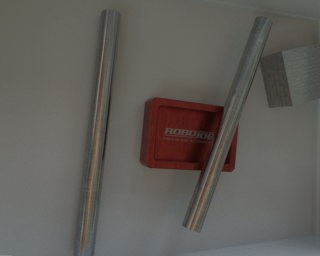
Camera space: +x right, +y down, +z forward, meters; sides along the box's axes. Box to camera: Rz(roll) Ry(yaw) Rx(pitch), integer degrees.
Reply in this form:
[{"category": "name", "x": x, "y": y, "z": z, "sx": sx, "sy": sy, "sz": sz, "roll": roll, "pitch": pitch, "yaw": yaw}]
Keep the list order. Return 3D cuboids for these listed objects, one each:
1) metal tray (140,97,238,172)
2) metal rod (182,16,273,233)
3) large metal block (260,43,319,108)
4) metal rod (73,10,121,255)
[{"category": "metal tray", "x": 0.042, "y": 0.011, "z": 0.424, "sx": 0.131, "sy": 0.030, "sz": 0.089, "roll": 6, "pitch": 88, "yaw": -20}, {"category": "metal rod", "x": 0.092, "y": -0.011, "z": 0.413, "sx": 0.025, "sy": 0.025, "sz": 0.299, "roll": 24, "pitch": 82, "yaw": -19}, {"category": "large metal block", "x": 0.209, "y": -0.080, "z": 0.476, "sx": 0.081, "sy": 0.050, "sz": 0.080, "roll": -15, "pitch": 95, "yaw": -20}, {"category": "metal rod", "x": -0.077, "y": 0.005, "z": 0.382, "sx": 0.025, "sy": 0.025, "sz": 0.298, "roll": 7, "pitch": 88, "yaw": -20}]
